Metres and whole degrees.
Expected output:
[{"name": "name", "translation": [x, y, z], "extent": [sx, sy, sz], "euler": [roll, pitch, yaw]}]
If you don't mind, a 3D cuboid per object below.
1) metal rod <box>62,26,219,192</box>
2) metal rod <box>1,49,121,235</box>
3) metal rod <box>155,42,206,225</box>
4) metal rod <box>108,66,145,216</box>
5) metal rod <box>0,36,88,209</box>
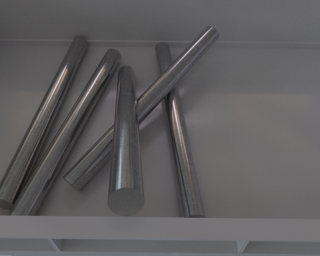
[{"name": "metal rod", "translation": [-0.011, -0.040, 0.411], "extent": [0.025, 0.025, 0.301], "euler": [30, 64, 23]}, {"name": "metal rod", "translation": [-0.113, -0.007, 0.410], "extent": [0.025, 0.025, 0.300], "euler": [11, 51, 9]}, {"name": "metal rod", "translation": [0.020, -0.018, 0.419], "extent": [0.025, 0.025, 0.300], "euler": [-5, 50, -4]}, {"name": "metal rod", "translation": [-0.037, -0.017, 0.344], "extent": [0.025, 0.025, 0.300], "euler": [-5, 27, -4]}, {"name": "metal rod", "translation": [-0.152, -0.032, 0.430], "extent": [0.025, 0.025, 0.300], "euler": [5, 50, 4]}]
